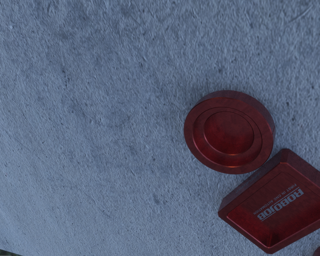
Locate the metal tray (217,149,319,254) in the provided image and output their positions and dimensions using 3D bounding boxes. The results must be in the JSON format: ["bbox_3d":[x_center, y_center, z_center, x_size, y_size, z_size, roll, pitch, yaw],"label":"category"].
[{"bbox_3d":[0.146,0.096,0.385,0.090,0.030,0.129,37,129,2],"label":"metal tray"}]

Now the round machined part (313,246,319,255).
[{"bbox_3d":[0.244,0.191,0.386,0.098,0.042,0.097,13,124,20],"label":"round machined part"}]

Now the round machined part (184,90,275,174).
[{"bbox_3d":[0.080,0.001,0.354,0.098,0.042,0.097,13,124,20],"label":"round machined part"}]
